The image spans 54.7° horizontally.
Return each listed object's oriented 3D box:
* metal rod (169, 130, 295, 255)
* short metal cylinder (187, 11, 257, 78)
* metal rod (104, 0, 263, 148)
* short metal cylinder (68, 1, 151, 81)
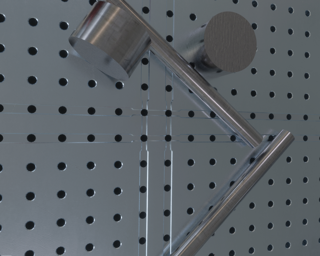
[{"bbox_3d":[0.095,0.112,0.447,0.301,0.025,0.025,-44,104,-15],"label":"metal rod"},{"bbox_3d":[0.085,-0.113,0.430,0.081,0.050,0.080,0,90,-20],"label":"short metal cylinder"},{"bbox_3d":[0.036,-0.075,0.425,0.300,0.025,0.025,41,77,-16],"label":"metal rod"},{"bbox_3d":[-0.057,-0.099,0.362,0.080,0.080,0.050,34,79,-17],"label":"short metal cylinder"}]
